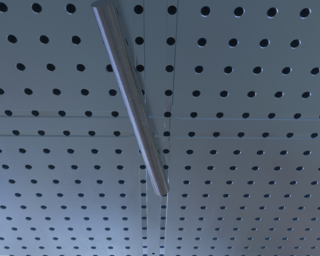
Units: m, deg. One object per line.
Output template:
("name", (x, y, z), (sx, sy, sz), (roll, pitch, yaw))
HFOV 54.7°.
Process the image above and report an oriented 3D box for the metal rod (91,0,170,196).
("metal rod", (-0.026, -0.013, 0.400), (0.025, 0.025, 0.298), (-9, 130, 7))
